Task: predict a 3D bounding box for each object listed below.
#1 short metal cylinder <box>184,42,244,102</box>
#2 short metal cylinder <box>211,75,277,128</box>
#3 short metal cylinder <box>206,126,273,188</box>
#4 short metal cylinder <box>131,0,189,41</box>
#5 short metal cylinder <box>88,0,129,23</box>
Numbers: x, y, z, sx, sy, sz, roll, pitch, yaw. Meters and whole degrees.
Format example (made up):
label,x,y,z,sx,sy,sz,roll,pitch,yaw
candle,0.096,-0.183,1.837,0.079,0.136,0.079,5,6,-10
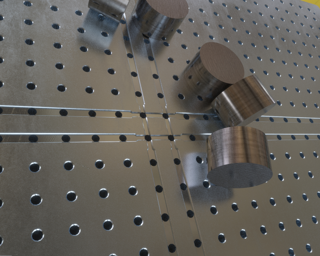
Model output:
label,x,y,z,sx,sy,sz,roll,pitch,yaw
short metal cylinder,0.085,-0.089,0.492,0.081,0.050,0.080,14,56,-21
short metal cylinder,0.123,-0.035,0.460,0.081,0.080,0.050,-21,73,-36
short metal cylinder,0.101,0.040,0.402,0.081,0.080,0.050,16,56,-19
short metal cylinder,0.000,-0.191,0.508,0.081,0.050,0.080,13,56,-21
short metal cylinder,-0.067,-0.205,0.462,0.050,0.080,0.080,25,53,-14
